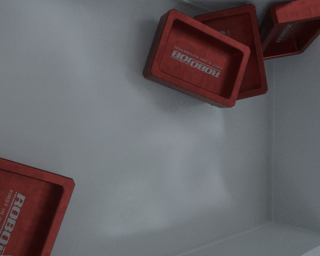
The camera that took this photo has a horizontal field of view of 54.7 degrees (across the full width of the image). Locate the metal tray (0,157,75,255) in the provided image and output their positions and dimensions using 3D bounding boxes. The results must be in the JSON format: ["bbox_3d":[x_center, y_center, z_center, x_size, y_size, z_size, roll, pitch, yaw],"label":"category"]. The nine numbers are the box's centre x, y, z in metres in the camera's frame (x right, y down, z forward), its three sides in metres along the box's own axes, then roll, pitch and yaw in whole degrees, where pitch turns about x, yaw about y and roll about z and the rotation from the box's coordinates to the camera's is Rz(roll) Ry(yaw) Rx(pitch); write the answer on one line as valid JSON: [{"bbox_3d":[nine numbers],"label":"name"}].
[{"bbox_3d":[-0.144,0.097,0.283,0.090,0.030,0.130,27,73,-37],"label":"metal tray"}]

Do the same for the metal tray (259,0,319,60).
[{"bbox_3d":[0.204,-0.153,0.493,0.091,0.130,0.030,-10,78,1],"label":"metal tray"}]

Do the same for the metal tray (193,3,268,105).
[{"bbox_3d":[0.102,-0.106,0.458,0.091,0.030,0.129,-13,101,0],"label":"metal tray"}]

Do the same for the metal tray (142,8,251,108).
[{"bbox_3d":[0.052,-0.089,0.417,0.131,0.030,0.090,19,85,-22],"label":"metal tray"}]
